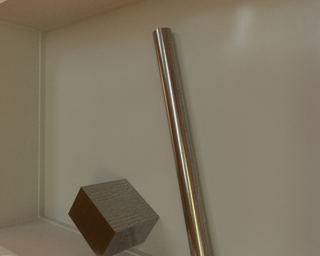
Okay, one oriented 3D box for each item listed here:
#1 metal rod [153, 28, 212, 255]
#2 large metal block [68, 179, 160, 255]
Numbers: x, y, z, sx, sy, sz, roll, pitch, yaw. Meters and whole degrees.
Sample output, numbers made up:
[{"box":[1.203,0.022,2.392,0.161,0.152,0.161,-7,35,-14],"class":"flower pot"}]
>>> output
[{"box":[0.027,0.021,0.382,0.025,0.025,0.298,-16,80,38],"class":"metal rod"},{"box":[-0.062,0.119,0.420,0.080,0.081,0.050,42,115,31],"class":"large metal block"}]
